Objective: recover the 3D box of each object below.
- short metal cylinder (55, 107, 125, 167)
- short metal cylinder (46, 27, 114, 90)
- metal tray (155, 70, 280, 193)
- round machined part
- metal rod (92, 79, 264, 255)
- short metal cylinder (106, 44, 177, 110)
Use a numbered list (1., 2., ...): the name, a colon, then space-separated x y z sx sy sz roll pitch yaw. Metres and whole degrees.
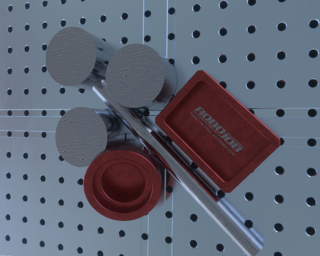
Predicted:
1. short metal cylinder: -0.097 0.012 0.433 0.080 0.050 0.080 0 90 20
2. short metal cylinder: -0.112 -0.096 0.439 0.080 0.050 0.080 0 90 20
3. metal tray: 0.069 0.003 0.384 0.130 0.030 0.090 45 104 14
4. round machined part: -0.047 0.068 0.409 0.099 0.042 0.097 0 105 1
5. metal rod: 0.014 0.043 0.408 0.300 0.025 0.025 46 104 14
6. short metal cylinder: -0.023 -0.065 0.407 0.080 0.050 0.080 0 90 20
